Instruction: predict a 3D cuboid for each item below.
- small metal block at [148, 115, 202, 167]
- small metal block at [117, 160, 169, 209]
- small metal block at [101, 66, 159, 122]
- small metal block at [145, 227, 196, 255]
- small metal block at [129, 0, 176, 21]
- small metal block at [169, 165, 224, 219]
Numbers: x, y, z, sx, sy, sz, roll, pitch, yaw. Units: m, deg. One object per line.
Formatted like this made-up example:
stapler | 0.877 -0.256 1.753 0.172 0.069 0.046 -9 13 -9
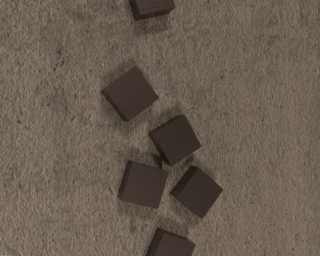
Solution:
small metal block | 0.020 0.016 0.418 0.050 0.025 0.050 -32 101 -18
small metal block | -0.022 0.073 0.402 0.050 0.025 0.050 18 84 -20
small metal block | -0.038 -0.043 0.396 0.050 0.025 0.050 -40 103 -16
small metal block | 0.012 0.168 0.415 0.050 0.025 0.050 27 81 -19
small metal block | -0.014 -0.173 0.405 0.050 0.025 0.050 -20 97 -19
small metal block | 0.051 0.088 0.429 0.050 0.025 0.050 43 76 -16
